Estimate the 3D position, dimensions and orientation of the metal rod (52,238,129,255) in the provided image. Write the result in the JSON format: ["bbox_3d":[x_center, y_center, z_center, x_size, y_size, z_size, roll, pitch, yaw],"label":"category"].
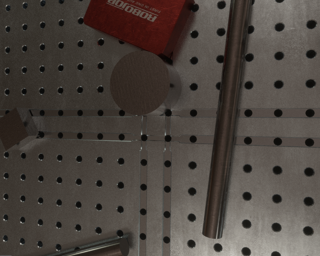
[{"bbox_3d":[-0.183,0.214,0.475,0.300,0.025,0.025,-20,83,18],"label":"metal rod"}]

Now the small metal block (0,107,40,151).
[{"bbox_3d":[-0.226,0.002,0.490,0.050,0.025,0.050,-30,81,17],"label":"small metal block"}]

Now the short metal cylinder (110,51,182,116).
[{"bbox_3d":[-0.017,-0.056,0.405,0.080,0.050,0.079,0,90,19],"label":"short metal cylinder"}]

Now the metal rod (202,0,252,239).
[{"bbox_3d":[0.083,-0.014,0.383,0.025,0.025,0.298,7,92,19],"label":"metal rod"}]

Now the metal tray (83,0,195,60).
[{"bbox_3d":[-0.031,-0.159,0.420,0.130,0.030,0.090,27,99,17],"label":"metal tray"}]
